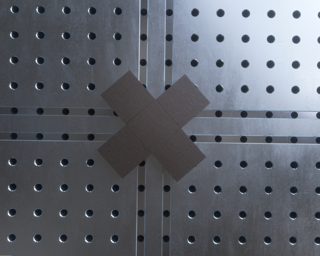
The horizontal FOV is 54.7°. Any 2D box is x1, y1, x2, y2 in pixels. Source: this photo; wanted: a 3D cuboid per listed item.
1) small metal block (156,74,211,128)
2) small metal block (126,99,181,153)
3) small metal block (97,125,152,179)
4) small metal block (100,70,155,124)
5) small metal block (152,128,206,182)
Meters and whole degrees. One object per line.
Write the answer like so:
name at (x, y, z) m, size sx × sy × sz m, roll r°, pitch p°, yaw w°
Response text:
small metal block at (0.030, -0.035, 0.413) m, size 0.050 × 0.025 × 0.050 m, roll -41°, pitch 91°, yaw 0°
small metal block at (-0.009, -0.002, 0.412) m, size 0.050 × 0.025 × 0.050 m, roll -41°, pitch 91°, yaw 0°
small metal block at (-0.046, 0.031, 0.413) m, size 0.050 × 0.025 × 0.050 m, roll -41°, pitch 91°, yaw 0°
small metal block at (-0.042, -0.040, 0.413) m, size 0.050 × 0.025 × 0.050 m, roll -41°, pitch 91°, yaw 0°
small metal block at (0.025, 0.035, 0.414) m, size 0.050 × 0.025 × 0.050 m, roll -41°, pitch 91°, yaw 0°
